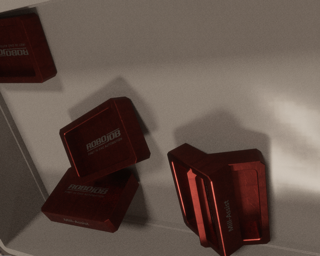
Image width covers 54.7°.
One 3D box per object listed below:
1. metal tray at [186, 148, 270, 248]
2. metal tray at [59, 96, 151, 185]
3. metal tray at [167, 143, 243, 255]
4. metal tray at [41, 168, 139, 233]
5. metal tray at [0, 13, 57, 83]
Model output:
[{"bbox_3d":[0.089,0.093,0.396,0.090,0.030,0.129,-8,115,10],"label":"metal tray"},{"bbox_3d":[-0.083,0.021,0.440,0.130,0.030,0.090,-25,84,36],"label":"metal tray"},{"bbox_3d":[0.058,0.093,0.402,0.090,0.030,0.129,27,137,54],"label":"metal tray"},{"bbox_3d":[-0.108,0.107,0.484,0.130,0.090,0.030,0,133,28],"label":"metal tray"},{"bbox_3d":[-0.221,-0.112,0.449,0.130,0.030,0.089,4,120,26],"label":"metal tray"}]
